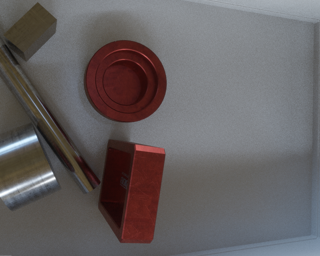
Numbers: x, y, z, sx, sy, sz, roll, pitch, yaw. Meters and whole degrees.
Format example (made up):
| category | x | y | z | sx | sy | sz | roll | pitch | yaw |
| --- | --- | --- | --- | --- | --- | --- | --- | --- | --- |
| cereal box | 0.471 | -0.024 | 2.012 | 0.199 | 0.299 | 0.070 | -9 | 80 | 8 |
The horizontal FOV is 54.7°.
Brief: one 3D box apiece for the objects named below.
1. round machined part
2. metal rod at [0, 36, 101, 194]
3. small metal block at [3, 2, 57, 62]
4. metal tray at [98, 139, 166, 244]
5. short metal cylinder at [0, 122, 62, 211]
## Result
| category | x | y | z | sx | sy | sz | roll | pitch | yaw |
| --- | --- | --- | --- | --- | --- | --- | --- | --- | --- |
| round machined part | -0.045 | -0.056 | 0.386 | 0.099 | 0.042 | 0.097 | 0 | 90 | -21 |
| metal rod | -0.161 | -0.052 | 0.351 | 0.025 | 0.025 | 0.299 | -35 | 102 | -17 |
| small metal block | -0.143 | -0.105 | 0.345 | 0.025 | 0.050 | 0.050 | 42 | 77 | -16 |
| metal tray | -0.037 | 0.061 | 0.342 | 0.030 | 0.130 | 0.089 | 9 | 87 | -20 |
| short metal cylinder | -0.145 | 0.040 | 0.328 | 0.050 | 0.080 | 0.080 | -24 | 98 | -19 |
